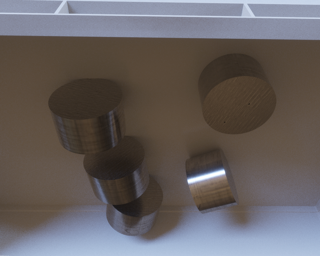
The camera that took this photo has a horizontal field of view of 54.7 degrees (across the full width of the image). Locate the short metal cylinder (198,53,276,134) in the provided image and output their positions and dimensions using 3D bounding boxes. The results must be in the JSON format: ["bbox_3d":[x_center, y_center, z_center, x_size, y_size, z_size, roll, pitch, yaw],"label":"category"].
[{"bbox_3d":[0.087,-0.039,0.360,0.081,0.050,0.079,0,130,0],"label":"short metal cylinder"}]

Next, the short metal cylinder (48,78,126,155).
[{"bbox_3d":[-0.082,-0.015,0.359,0.080,0.080,0.050,0,130,0],"label":"short metal cylinder"}]

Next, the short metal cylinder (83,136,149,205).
[{"bbox_3d":[-0.057,0.056,0.420,0.080,0.080,0.050,-4,130,3],"label":"short metal cylinder"}]

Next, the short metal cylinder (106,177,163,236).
[{"bbox_3d":[-0.039,0.114,0.470,0.081,0.080,0.050,8,130,-7],"label":"short metal cylinder"}]

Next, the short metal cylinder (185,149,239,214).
[{"bbox_3d":[0.074,0.075,0.437,0.050,0.080,0.080,-19,128,15],"label":"short metal cylinder"}]
